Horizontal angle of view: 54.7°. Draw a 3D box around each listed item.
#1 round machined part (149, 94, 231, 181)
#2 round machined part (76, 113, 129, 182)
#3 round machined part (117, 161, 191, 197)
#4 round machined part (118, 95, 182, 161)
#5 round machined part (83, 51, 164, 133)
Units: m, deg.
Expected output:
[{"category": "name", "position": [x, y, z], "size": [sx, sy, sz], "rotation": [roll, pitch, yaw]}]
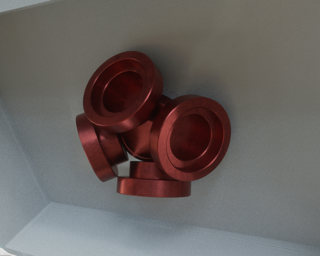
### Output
[{"category": "round machined part", "position": [0.031, 0.009, 0.361], "size": [0.042, 0.099, 0.097], "rotation": [28, 139, 58]}, {"category": "round machined part", "position": [-0.074, 0.021, 0.422], "size": [0.042, 0.098, 0.097], "rotation": [-22, 112, -4]}, {"category": "round machined part", "position": [-0.007, 0.066, 0.415], "size": [0.098, 0.098, 0.042], "rotation": [-1, 82, 28]}, {"category": "round machined part", "position": [-0.015, 0.005, 0.404], "size": [0.098, 0.042, 0.097], "rotation": [13, 124, 20]}, {"category": "round machined part", "position": [-0.039, -0.038, 0.367], "size": [0.098, 0.098, 0.042], "rotation": [-4, 154, 29]}]
